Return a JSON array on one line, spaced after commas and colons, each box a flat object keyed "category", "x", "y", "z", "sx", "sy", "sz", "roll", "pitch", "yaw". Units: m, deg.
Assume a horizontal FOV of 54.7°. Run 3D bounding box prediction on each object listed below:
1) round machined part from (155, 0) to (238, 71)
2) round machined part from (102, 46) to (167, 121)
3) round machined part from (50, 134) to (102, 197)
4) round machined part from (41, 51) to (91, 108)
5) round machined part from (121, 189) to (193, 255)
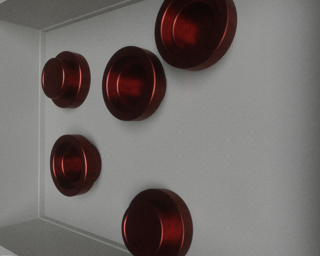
[{"category": "round machined part", "x": 0.044, "y": -0.114, "z": 0.358, "sx": 0.098, "sy": 0.042, "sz": 0.097, "roll": 0, "pitch": 90, "yaw": 39}, {"category": "round machined part", "x": -0.030, "y": -0.058, "z": 0.419, "sx": 0.098, "sy": 0.042, "sz": 0.097, "roll": 0, "pitch": 90, "yaw": 39}, {"category": "round machined part", "x": -0.133, "y": 0.059, "z": 0.503, "sx": 0.098, "sy": 0.042, "sz": 0.097, "roll": 0, "pitch": 90, "yaw": 39}, {"category": "round machined part", "x": -0.166, "y": -0.083, "z": 0.530, "sx": 0.098, "sy": 0.042, "sz": 0.097, "roll": 0, "pitch": 90, "yaw": 39}, {"category": "round machined part", "x": -0.011, "y": 0.127, "z": 0.394, "sx": 0.098, "sy": 0.042, "sz": 0.098, "roll": -8, "pitch": 76, "yaw": 38}]
